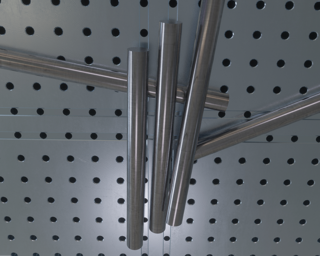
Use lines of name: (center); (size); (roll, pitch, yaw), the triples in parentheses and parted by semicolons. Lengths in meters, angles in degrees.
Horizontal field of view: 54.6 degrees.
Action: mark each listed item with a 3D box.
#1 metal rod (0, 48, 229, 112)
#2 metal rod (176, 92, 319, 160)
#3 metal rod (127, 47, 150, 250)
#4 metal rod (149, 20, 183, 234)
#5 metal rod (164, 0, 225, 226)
metal rod: (-0.062, -0.061, 0.390); (0.302, 0.025, 0.025); (11, 110, -4)
metal rod: (0.165, -0.016, 0.408); (0.301, 0.025, 0.025); (-22, 109, 7)
metal rod: (-0.032, 0.045, 0.413); (0.025, 0.025, 0.298); (3, 116, -1)
metal rod: (0.004, 0.018, 0.400); (0.025, 0.025, 0.298); (3, 117, -1)
metal rod: (0.039, -0.009, 0.382); (0.025, 0.025, 0.298); (7, 110, -3)
